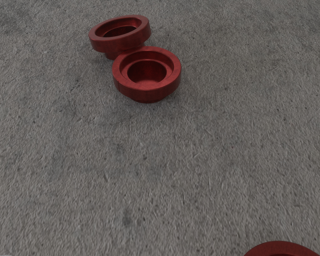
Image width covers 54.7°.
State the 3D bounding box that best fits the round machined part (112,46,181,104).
[{"bbox_3d":[-0.019,-0.074,0.454,0.099,0.042,0.098,0,50,0],"label":"round machined part"}]

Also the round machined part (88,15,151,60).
[{"bbox_3d":[-0.062,-0.144,0.502,0.098,0.042,0.098,-8,39,7],"label":"round machined part"}]

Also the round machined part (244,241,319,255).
[{"bbox_3d":[0.107,0.153,0.265,0.099,0.042,0.098,0,50,0],"label":"round machined part"}]
